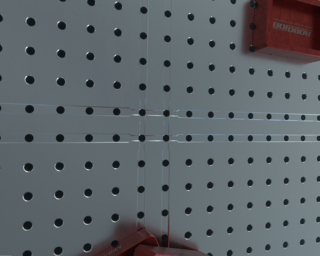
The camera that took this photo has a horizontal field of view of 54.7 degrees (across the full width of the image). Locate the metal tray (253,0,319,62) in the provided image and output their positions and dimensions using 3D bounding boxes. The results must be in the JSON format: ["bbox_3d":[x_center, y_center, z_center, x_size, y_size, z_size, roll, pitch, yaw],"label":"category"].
[{"bbox_3d":[0.212,-0.160,0.489,0.131,0.030,0.089,4,89,-20],"label":"metal tray"}]

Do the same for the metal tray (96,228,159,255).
[{"bbox_3d":[-0.052,0.200,0.391,0.131,0.030,0.090,-25,99,-19],"label":"metal tray"}]

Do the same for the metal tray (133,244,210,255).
[{"bbox_3d":[0.013,0.201,0.388,0.131,0.030,0.090,26,77,-41],"label":"metal tray"}]
